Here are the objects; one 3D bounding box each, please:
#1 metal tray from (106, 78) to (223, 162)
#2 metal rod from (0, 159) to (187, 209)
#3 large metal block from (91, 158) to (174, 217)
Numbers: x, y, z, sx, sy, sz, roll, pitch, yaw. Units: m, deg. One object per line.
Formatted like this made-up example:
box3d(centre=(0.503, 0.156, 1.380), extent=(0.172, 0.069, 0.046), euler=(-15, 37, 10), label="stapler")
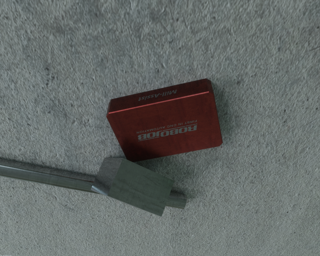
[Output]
box3d(centre=(0.009, -0.006, 0.399), extent=(0.131, 0.030, 0.090), euler=(-12, 130, 9), label="metal tray")
box3d(centre=(-0.104, 0.088, 0.480), extent=(0.302, 0.025, 0.025), euler=(13, 129, -12), label="metal rod")
box3d(centre=(-0.040, 0.081, 0.434), extent=(0.080, 0.050, 0.080), euler=(28, 163, -22), label="large metal block")
